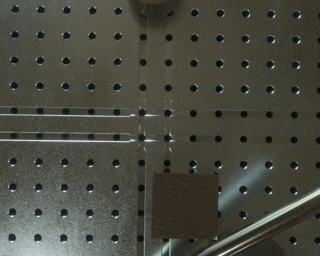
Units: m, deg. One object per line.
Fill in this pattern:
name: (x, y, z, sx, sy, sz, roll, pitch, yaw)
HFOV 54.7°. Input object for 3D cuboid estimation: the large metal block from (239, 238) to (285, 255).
large metal block: (0.119, 0.195, 0.403, 0.081, 0.050, 0.080, -9, 90, -1)

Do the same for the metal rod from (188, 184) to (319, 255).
metal rod: (0.062, 0.155, 0.374, 0.300, 0.025, 0.025, -35, 91, 16)

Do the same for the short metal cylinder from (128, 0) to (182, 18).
short metal cylinder: (-0.007, -0.191, 0.401, 0.081, 0.050, 0.079, 0, 90, -1)

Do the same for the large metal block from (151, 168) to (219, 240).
large metal block: (0.031, 0.095, 0.401, 0.081, 0.050, 0.079, 1, 90, -1)
